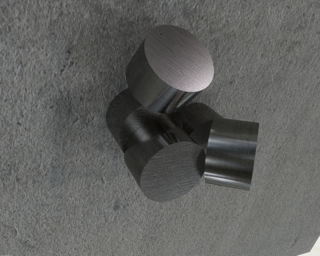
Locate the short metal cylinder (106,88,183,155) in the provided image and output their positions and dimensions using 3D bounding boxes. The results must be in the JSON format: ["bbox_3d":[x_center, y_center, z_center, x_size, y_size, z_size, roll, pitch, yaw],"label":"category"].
[{"bbox_3d":[-0.020,-0.006,0.379,0.081,0.050,0.079,-14,125,-21],"label":"short metal cylinder"}]

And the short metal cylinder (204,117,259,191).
[{"bbox_3d":[0.085,0.030,0.366,0.050,0.080,0.079,8,124,16],"label":"short metal cylinder"}]

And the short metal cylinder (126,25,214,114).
[{"bbox_3d":[0.010,-0.062,0.333,0.081,0.080,0.050,0,157,-29],"label":"short metal cylinder"}]

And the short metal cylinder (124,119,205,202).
[{"bbox_3d":[0.005,0.037,0.354,0.081,0.050,0.079,-14,125,-21],"label":"short metal cylinder"}]

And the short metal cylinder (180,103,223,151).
[{"bbox_3d":[0.055,0.011,0.430,0.081,0.050,0.079,-14,125,-21],"label":"short metal cylinder"}]
